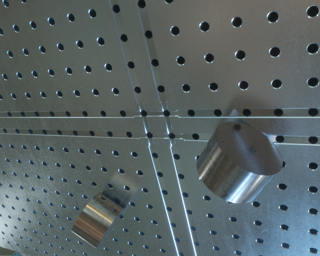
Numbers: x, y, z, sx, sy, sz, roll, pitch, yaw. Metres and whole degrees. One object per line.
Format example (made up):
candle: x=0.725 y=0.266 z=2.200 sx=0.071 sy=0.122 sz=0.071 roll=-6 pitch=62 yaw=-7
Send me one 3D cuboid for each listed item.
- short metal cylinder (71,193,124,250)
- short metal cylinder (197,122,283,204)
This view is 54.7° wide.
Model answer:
short metal cylinder: x=-0.105 y=0.158 z=0.528 sx=0.050 sy=0.080 sz=0.079 roll=32 pitch=129 yaw=7
short metal cylinder: x=0.089 y=0.038 z=0.352 sx=0.080 sy=0.080 sz=0.050 roll=31 pitch=128 yaw=8
